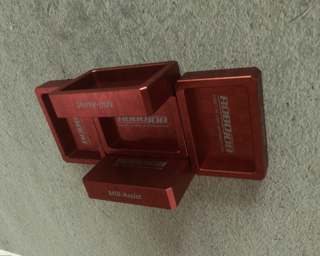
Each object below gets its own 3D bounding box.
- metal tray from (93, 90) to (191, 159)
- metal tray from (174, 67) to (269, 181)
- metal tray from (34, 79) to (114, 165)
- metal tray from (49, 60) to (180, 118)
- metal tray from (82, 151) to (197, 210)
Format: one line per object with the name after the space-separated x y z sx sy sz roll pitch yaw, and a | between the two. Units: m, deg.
-0.025 -0.007 0.412 0.130 0.030 0.089 1 119 27 | metal tray
0.074 -0.002 0.364 0.090 0.030 0.129 0 119 27 | metal tray
-0.123 -0.007 0.463 0.090 0.030 0.129 0 119 27 | metal tray
-0.051 -0.046 0.363 0.130 0.090 0.030 0 119 27 | metal tray
-0.025 0.060 0.413 0.130 0.090 0.030 1 119 27 | metal tray
